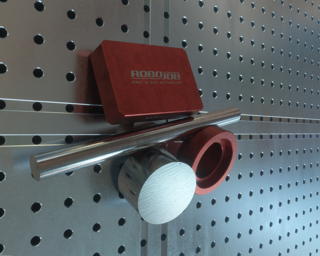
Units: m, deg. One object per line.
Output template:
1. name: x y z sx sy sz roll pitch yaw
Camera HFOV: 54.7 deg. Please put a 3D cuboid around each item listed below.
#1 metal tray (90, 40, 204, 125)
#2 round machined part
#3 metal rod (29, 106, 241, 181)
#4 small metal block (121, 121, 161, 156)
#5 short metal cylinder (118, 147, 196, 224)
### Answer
1. metal tray: -0.012 -0.055 0.379 0.131 0.030 0.090 -7 76 -41
2. round machined part: 0.062 0.041 0.437 0.099 0.042 0.097 -23 127 -34
3. metal rod: 0.000 0.008 0.377 0.302 0.025 0.025 -14 99 -39
4. small metal block: -0.025 0.015 0.401 0.050 0.025 0.050 23 76 -38
5. short metal cylinder: -0.003 0.068 0.377 0.081 0.050 0.079 -14 116 -30
